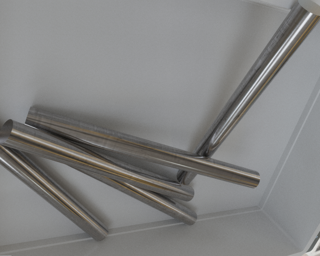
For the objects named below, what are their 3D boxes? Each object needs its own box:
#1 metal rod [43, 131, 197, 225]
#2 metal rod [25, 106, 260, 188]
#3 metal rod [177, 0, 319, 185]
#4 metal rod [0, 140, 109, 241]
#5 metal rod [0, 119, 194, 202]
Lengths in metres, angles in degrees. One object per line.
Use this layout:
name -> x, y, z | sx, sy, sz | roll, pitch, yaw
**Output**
metal rod -> -0.039, 0.084, 0.438 | 0.025, 0.025, 0.301 | -48, 129, 5
metal rod -> -0.005, 0.030, 0.379 | 0.302, 0.025, 0.025 | 17, 110, -20
metal rod -> 0.082, -0.012, 0.368 | 0.025, 0.025, 0.298 | -6, 146, -25
metal rod -> -0.148, 0.056, 0.362 | 0.025, 0.025, 0.299 | -36, 129, -5
metal rod -> -0.049, 0.055, 0.393 | 0.301, 0.025, 0.025 | 29, 103, -45
